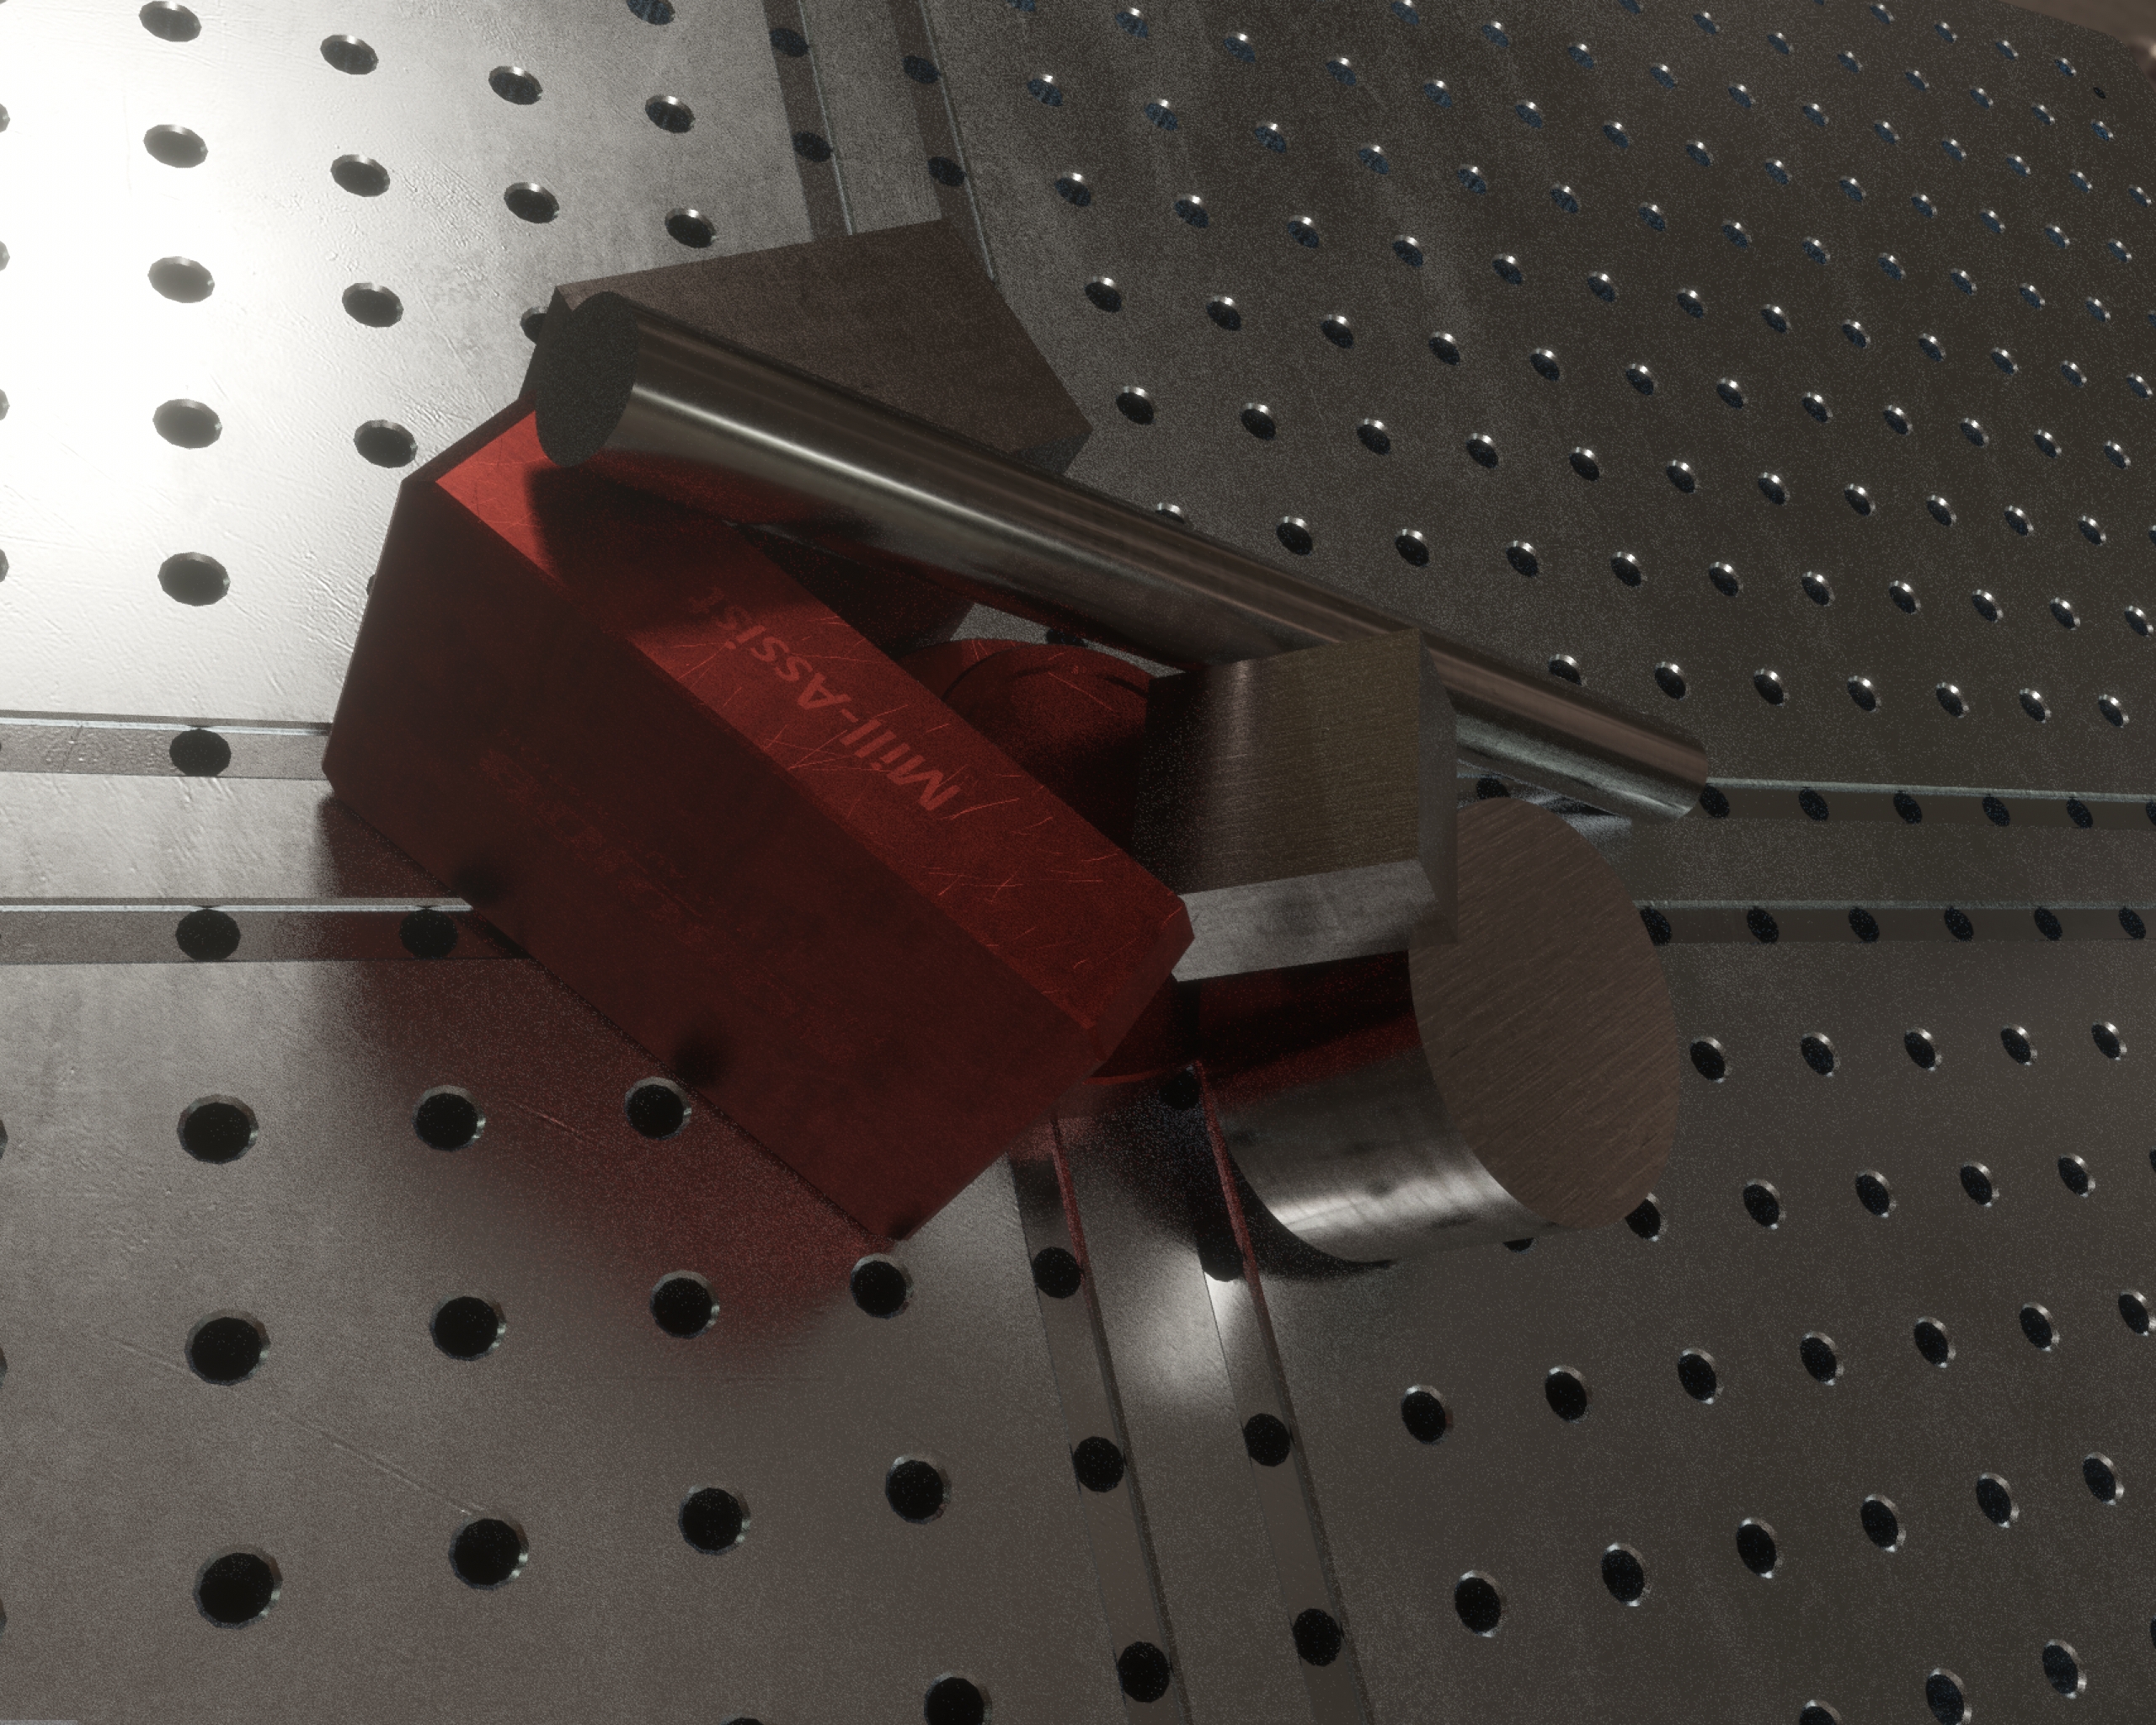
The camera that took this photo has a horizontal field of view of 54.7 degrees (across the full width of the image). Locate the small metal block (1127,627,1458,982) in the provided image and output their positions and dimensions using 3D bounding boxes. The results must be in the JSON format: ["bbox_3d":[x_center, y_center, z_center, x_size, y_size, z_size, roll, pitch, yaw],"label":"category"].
[{"bbox_3d":[0.038,-0.010,0.364,0.025,0.050,0.050,57,32,-47],"label":"small metal block"}]

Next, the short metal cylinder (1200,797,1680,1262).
[{"bbox_3d":[0.069,0.033,0.396,0.081,0.050,0.080,17,64,-39],"label":"short metal cylinder"}]

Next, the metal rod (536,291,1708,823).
[{"bbox_3d":[0.036,-0.044,0.395,0.302,0.025,0.025,12,54,-45],"label":"metal rod"}]

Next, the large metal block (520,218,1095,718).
[{"bbox_3d":[-0.057,-0.066,0.381,0.081,0.080,0.050,-23,75,-37],"label":"large metal block"}]

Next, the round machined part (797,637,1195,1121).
[{"bbox_3d":[-0.005,-0.003,0.401,0.099,0.042,0.098,14,56,-21],"label":"round machined part"}]

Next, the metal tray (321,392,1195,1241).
[{"bbox_3d":[-0.056,-0.003,0.338,0.130,0.090,0.030,40,51,-2],"label":"metal tray"}]
